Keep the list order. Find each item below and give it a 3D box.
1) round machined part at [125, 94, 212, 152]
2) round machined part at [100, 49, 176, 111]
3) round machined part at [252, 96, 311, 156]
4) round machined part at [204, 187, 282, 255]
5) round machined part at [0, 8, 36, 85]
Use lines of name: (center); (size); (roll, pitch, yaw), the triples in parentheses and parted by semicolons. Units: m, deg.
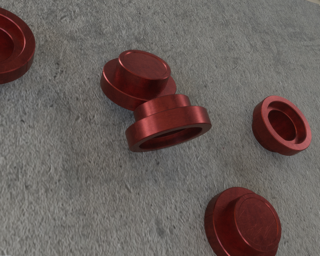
round machined part: (0.007, -0.007, 0.362); (0.099, 0.098, 0.042); (-7, 74, -31)
round machined part: (-0.025, -0.066, 0.402); (0.099, 0.042, 0.098); (14, 39, -11)
round machined part: (0.187, 0.000, 0.493); (0.099, 0.042, 0.098); (14, 56, -21)
round machined part: (0.107, 0.118, 0.378); (0.099, 0.042, 0.098); (14, 56, -21)
round machined part: (-0.192, -0.087, 0.342); (0.099, 0.042, 0.098); (14, 56, -21)
